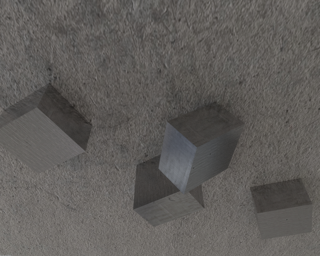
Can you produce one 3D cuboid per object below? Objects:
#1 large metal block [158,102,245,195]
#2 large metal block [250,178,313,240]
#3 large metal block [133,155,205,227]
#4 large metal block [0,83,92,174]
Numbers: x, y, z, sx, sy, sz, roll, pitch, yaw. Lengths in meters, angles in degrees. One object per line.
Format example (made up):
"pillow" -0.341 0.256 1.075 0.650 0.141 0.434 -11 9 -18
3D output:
"large metal block" 0.050 0.024 0.386 0.081 0.050 0.079 -23 139 -33
"large metal block" 0.198 0.134 0.506 0.080 0.050 0.080 -13 129 10
"large metal block" 0.012 0.082 0.441 0.080 0.080 0.050 -26 126 20
"large metal block" -0.147 0.003 0.392 0.080 0.050 0.080 -25 126 19
